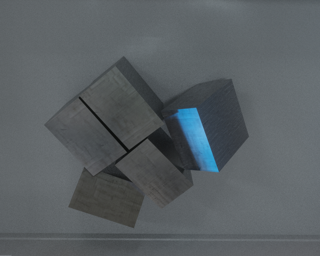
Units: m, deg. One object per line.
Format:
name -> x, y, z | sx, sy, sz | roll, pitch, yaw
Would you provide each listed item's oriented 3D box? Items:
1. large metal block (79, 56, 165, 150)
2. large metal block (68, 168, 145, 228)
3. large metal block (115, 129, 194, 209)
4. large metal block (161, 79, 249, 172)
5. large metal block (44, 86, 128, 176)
large metal block -> -0.040, -0.033, 0.367 | 0.050, 0.080, 0.080 | -37, 106, 12
large metal block -> -0.069, 0.090, 0.406 | 0.080, 0.080, 0.050 | 21, 74, -8
large metal block -> -0.006, 0.041, 0.395 | 0.050, 0.080, 0.080 | -40, 106, 13
large metal block -> 0.057, -0.004, 0.373 | 0.050, 0.080, 0.080 | -3, 117, 44
large metal block -> -0.082, -0.002, 0.379 | 0.050, 0.080, 0.080 | -36, 107, 12
